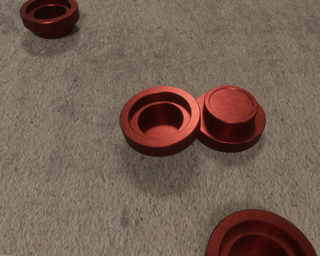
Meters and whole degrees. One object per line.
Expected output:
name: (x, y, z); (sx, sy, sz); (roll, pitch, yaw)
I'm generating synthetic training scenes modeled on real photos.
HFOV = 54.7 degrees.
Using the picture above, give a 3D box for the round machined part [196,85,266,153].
round machined part: (0.090, -0.019, 0.409); (0.099, 0.042, 0.098); (0, 50, 0)

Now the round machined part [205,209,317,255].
round machined part: (0.090, 0.129, 0.285); (0.099, 0.042, 0.098); (0, 50, 0)

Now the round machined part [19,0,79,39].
round machined part: (-0.193, -0.196, 0.554); (0.099, 0.042, 0.098); (0, 50, 0)

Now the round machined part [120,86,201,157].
round machined part: (0.002, -0.004, 0.390); (0.099, 0.042, 0.098); (-4, 51, 5)
